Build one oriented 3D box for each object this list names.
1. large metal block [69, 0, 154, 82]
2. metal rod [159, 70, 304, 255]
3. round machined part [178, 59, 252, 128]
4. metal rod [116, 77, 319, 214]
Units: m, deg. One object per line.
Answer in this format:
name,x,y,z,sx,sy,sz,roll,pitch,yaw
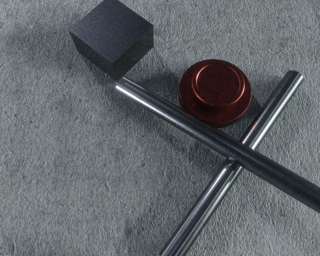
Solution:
large metal block,-0.066,-0.127,0.440,0.080,0.050,0.080,39,74,12
metal rod,0.099,0.040,0.394,0.025,0.025,0.300,36,73,11
round machined part,0.075,-0.052,0.419,0.099,0.042,0.098,0,70,-1
metal rod,0.068,0.014,0.381,0.300,0.025,0.025,31,73,19
